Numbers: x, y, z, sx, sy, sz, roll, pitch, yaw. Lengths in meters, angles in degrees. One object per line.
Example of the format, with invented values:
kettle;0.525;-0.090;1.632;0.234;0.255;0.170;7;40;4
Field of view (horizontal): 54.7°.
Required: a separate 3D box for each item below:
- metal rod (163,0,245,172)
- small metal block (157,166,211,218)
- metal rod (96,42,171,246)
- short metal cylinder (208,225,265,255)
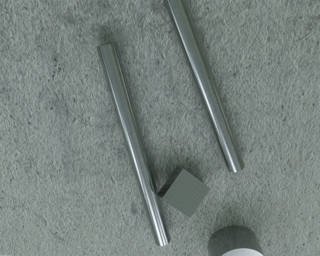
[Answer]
metal rod;0.049;-0.075;0.382;0.025;0.025;0.299;-21;109;7
small metal block;0.033;0.089;0.434;0.050;0.025;0.050;38;82;-13
metal rod;-0.030;0.035;0.422;0.025;0.025;0.298;-13;110;4
short metal cylinder;0.117;0.197;0.471;0.081;0.050;0.079;0;110;-1
